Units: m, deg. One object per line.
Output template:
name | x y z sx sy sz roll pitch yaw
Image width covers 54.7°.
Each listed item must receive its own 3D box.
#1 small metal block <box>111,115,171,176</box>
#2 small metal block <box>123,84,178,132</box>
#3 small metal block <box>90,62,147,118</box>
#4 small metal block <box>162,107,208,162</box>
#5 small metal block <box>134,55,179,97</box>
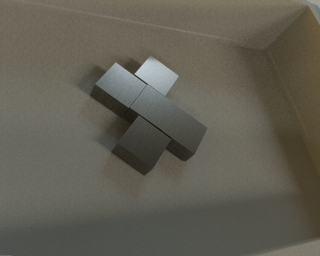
small metal block | -0.022 0.021 0.379 0.050 0.025 0.050 37 52 -4
small metal block | -0.012 -0.022 0.409 0.050 0.025 0.050 36 51 -5
small metal block | -0.054 -0.050 0.404 0.050 0.025 0.050 36 51 -5
small metal block | 0.029 0.008 0.413 0.050 0.025 0.050 36 51 -5
small metal block | -0.009 -0.067 0.439 0.050 0.025 0.050 36 50 -4
